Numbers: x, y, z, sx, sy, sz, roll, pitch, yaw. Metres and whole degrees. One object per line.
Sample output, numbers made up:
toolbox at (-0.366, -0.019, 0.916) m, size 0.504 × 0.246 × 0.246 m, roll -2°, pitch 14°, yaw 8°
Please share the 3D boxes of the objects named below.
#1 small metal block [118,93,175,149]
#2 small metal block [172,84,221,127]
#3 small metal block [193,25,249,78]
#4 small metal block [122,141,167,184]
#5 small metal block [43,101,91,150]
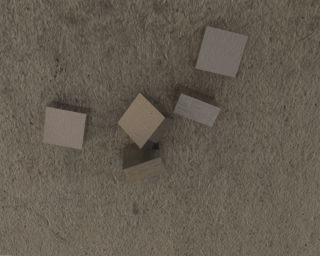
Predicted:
small metal block at (-0.018, -0.008, 0.393) m, size 0.050 × 0.025 × 0.050 m, roll 46°, pitch 108°, yaw 26°
small metal block at (0.043, -0.029, 0.386) m, size 0.050 × 0.050 × 0.025 m, roll 20°, pitch 109°, yaw -7°
small metal block at (0.072, -0.093, 0.376) m, size 0.050 × 0.025 × 0.050 m, roll 12°, pitch 110°, yaw -5°
small metal block at (-0.021, 0.041, 0.409) m, size 0.050 × 0.050 × 0.025 m, roll -19°, pitch 120°, yaw 7°
small metal block at (-0.122, -0.004, 0.407) m, size 0.050 × 0.025 × 0.050 m, roll 11°, pitch 110°, yaw -4°
